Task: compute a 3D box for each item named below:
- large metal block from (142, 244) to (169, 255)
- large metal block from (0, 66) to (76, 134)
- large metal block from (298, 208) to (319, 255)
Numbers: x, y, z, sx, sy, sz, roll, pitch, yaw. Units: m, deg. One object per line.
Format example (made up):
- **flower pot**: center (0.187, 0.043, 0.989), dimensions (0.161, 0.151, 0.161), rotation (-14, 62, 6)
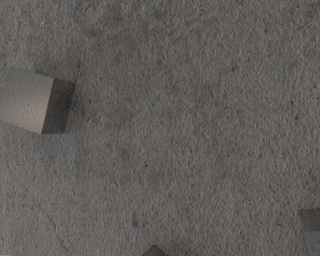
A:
- **large metal block**: center (-0.003, 0.214, 0.397), dimensions (0.080, 0.050, 0.080), rotation (31, 100, 17)
- **large metal block**: center (-0.182, -0.040, 0.460), dimensions (0.080, 0.050, 0.080), rotation (17, 96, 19)
- **large metal block**: center (0.178, 0.132, 0.317), dimensions (0.050, 0.080, 0.080), rotation (-10, 87, 20)
